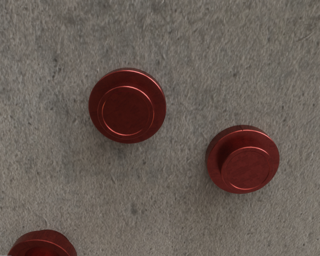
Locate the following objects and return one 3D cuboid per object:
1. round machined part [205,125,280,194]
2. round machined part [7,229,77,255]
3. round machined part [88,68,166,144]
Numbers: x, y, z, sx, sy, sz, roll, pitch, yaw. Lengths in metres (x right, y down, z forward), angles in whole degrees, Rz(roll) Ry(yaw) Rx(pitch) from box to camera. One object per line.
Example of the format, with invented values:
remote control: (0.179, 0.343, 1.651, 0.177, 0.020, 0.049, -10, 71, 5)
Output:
round machined part: (0.114, 0.048, 0.420, 0.099, 0.042, 0.097, 0, 110, -1)
round machined part: (-0.175, 0.195, 0.470, 0.099, 0.042, 0.097, 0, 110, -1)
round machined part: (-0.041, -0.024, 0.391, 0.099, 0.042, 0.097, 0, 110, -1)
